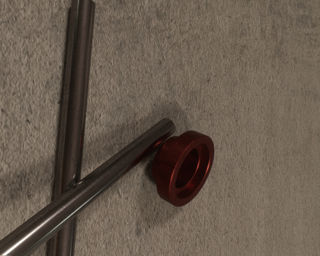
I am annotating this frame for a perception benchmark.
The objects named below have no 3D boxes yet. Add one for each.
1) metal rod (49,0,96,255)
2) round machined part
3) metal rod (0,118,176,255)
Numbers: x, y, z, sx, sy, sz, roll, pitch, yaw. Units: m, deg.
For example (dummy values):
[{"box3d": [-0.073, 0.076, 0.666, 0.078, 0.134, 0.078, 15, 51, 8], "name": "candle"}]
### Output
[{"box3d": [-0.093, 0.013, 0.327, 0.025, 0.025, 0.298, 7, 86, -40], "name": "metal rod"}, {"box3d": [0.027, 0.049, 0.404, 0.099, 0.042, 0.097, -31, 132, -41], "name": "round machined part"}, {"box3d": [-0.075, 0.064, 0.311, 0.302, 0.025, 0.025, -38, 114, -44], "name": "metal rod"}]
